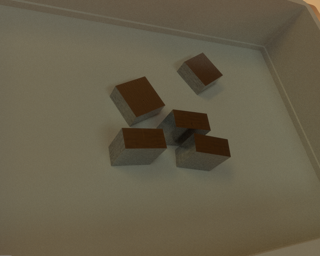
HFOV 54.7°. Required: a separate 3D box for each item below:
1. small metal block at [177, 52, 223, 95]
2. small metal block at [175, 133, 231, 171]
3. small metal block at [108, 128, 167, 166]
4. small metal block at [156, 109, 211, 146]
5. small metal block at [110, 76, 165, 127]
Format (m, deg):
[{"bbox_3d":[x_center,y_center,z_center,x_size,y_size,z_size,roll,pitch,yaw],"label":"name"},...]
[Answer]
[{"bbox_3d":[0.064,-0.087,0.496,0.050,0.025,0.050,-34,81,-38],"label":"small metal block"},{"bbox_3d":[0.054,0.033,0.401,0.050,0.050,0.025,10,57,-23],"label":"small metal block"},{"bbox_3d":[-0.027,0.023,0.362,0.050,0.050,0.025,2,61,-28],"label":"small metal block"},{"bbox_3d":[0.030,0.002,0.406,0.050,0.050,0.025,6,60,-26],"label":"small metal block"},{"bbox_3d":[-0.030,-0.036,0.413,0.050,0.025,0.050,-26,76,-37],"label":"small metal block"}]
